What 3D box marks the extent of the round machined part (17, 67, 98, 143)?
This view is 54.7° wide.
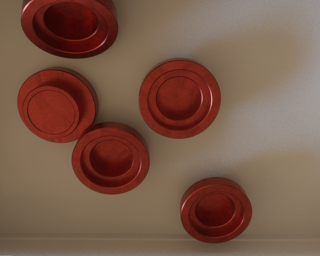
[{"bbox_3d":[-0.131,-0.025,0.391,0.099,0.042,0.097,0,110,-1],"label":"round machined part"}]

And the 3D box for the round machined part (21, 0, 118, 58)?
[{"bbox_3d":[-0.096,-0.123,0.337,0.099,0.042,0.098,-6,155,-3],"label":"round machined part"}]

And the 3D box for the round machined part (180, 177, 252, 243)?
[{"bbox_3d":[0.078,0.113,0.445,0.099,0.042,0.097,0,110,-1],"label":"round machined part"}]

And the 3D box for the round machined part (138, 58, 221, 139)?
[{"bbox_3d":[0.023,-0.039,0.388,0.099,0.042,0.097,0,110,-1],"label":"round machined part"}]

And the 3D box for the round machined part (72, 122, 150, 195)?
[{"bbox_3d":[-0.063,0.036,0.413,0.099,0.042,0.097,-1,113,-3],"label":"round machined part"}]
